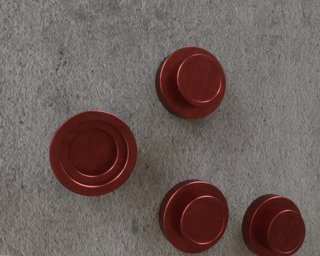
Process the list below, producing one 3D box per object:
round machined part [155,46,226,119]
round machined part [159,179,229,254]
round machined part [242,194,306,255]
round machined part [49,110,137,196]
[{"bbox_3d":[0.047,-0.062,0.417,0.099,0.042,0.097,0,90,-20],"label":"round machined part"},{"bbox_3d":[0.051,0.122,0.419,0.099,0.042,0.097,0,90,-20],"label":"round machined part"},{"bbox_3d":[0.177,0.152,0.465,0.099,0.042,0.097,0,90,-20],"label":"round machined part"},{"bbox_3d":[-0.080,0.029,0.370,0.099,0.042,0.097,0,90,-20],"label":"round machined part"}]
